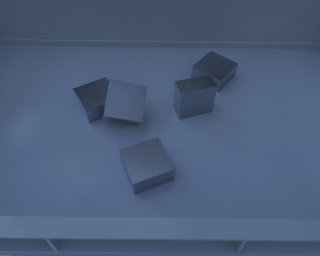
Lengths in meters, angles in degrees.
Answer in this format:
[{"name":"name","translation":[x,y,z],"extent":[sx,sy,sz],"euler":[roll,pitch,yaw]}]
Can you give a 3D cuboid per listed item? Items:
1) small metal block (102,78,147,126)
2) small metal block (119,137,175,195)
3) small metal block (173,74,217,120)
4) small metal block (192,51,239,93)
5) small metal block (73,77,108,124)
[{"name":"small metal block","translation":[-0.047,-0.033,0.410],"extent":[0.050,0.025,0.050],"euler":[10,78,-15]},{"name":"small metal block","translation":[-0.016,0.044,0.368],"extent":[0.050,0.025,0.050],"euler":[-17,52,-15]},{"name":"small metal block","translation":[0.047,-0.042,0.425],"extent":[0.050,0.050,0.025],"euler":[-13,52,-11]},{"name":"small metal block","translation":[0.085,-0.088,0.480],"extent":[0.050,0.025,0.050],"euler":[32,57,24]},{"name":"small metal block","translation":[-0.088,-0.040,0.438],"extent":[0.050,0.025,0.050],"euler":[-24,54,-19]}]
